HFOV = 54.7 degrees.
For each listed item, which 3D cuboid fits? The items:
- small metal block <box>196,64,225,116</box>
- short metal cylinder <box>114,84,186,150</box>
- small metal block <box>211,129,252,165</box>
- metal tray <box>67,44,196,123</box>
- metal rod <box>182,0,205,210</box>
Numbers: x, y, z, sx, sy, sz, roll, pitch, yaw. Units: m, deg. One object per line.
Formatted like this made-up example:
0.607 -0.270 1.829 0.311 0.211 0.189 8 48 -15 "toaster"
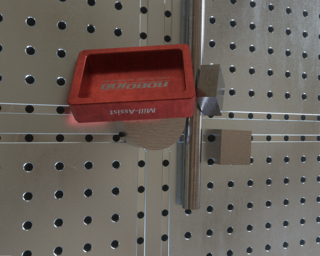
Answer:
0.070 -0.050 0.417 0.025 0.050 0.050 1 64 21 "small metal block"
-0.014 -0.013 0.395 0.081 0.050 0.079 0 90 -21 "short metal cylinder"
0.104 0.028 0.453 0.050 0.025 0.050 3 89 -20 "small metal block"
-0.029 -0.052 0.349 0.131 0.030 0.090 -3 51 2 "metal tray"
0.047 -0.039 0.431 0.025 0.025 0.298 2 90 -20 "metal rod"
